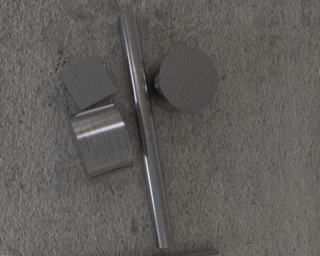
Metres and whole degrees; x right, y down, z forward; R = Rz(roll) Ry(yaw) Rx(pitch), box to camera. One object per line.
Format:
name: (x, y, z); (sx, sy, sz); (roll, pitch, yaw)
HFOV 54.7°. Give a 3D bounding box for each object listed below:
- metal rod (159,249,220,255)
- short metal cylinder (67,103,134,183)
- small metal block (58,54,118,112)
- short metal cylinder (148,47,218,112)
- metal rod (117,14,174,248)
metal rod: (-0.062, 0.181, 0.386); (0.302, 0.025, 0.025); (1, 90, -20)
short metal cylinder: (-0.069, 0.017, 0.355); (0.050, 0.080, 0.080); (-18, 97, -19)
small metal block: (-0.088, -0.054, 0.377); (0.050, 0.025, 0.050); (-31, 101, -17)
short metal cylinder: (0.028, -0.061, 0.406); (0.081, 0.050, 0.080); (0, 90, -20)
metal rod: (-0.018, 0.007, 0.402); (0.025, 0.025, 0.298); (-11, 94, -20)
